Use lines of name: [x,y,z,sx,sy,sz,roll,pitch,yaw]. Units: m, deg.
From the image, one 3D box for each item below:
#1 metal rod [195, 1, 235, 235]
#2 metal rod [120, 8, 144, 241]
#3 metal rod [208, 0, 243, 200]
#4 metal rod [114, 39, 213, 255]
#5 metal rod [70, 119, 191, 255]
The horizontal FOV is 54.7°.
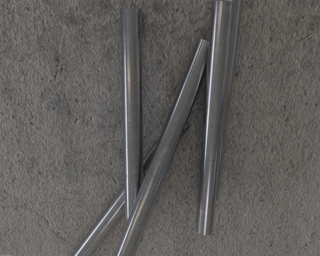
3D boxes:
metal rod: [0.065,0.003,0.386,0.025,0.025,0.298,1,110,-1]
metal rod: [-0.034,0.007,0.394,0.025,0.025,0.298,0,103,0]
metal rod: [0.078,-0.042,0.394,0.025,0.025,0.298,2,110,-1]
metal rod: [0.003,0.036,0.386,0.025,0.025,0.298,20,95,-7]
metal rod: [-0.055,0.105,0.447,0.025,0.025,0.299,33,107,-12]
